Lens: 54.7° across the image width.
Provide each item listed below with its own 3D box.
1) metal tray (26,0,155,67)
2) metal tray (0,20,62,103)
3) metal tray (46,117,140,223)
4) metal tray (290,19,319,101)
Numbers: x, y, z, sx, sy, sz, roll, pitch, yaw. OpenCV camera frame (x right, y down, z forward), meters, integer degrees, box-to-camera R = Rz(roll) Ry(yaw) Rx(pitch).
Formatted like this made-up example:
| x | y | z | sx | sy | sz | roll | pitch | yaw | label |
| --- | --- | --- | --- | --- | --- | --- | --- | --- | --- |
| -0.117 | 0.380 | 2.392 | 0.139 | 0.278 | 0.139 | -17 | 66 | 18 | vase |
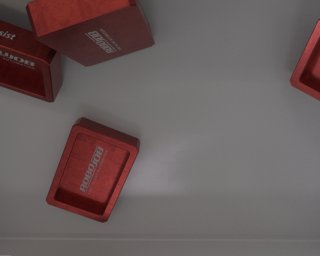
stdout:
| x | y | z | sx | sy | sz | roll | pitch | yaw | label |
| --- | --- | --- | --- | --- | --- | --- | --- | --- | --- |
| -0.060 | -0.101 | 0.316 | 0.090 | 0.130 | 0.030 | -17 | 89 | 6 | metal tray |
| -0.180 | -0.081 | 0.348 | 0.131 | 0.030 | 0.090 | 19 | 153 | -7 | metal tray |
| -0.093 | 0.060 | 0.429 | 0.090 | 0.030 | 0.129 | 22 | 109 | -8 | metal tray |
| 0.219 | -0.057 | 0.331 | 0.130 | 0.030 | 0.089 | 38 | 143 | 27 | metal tray |
